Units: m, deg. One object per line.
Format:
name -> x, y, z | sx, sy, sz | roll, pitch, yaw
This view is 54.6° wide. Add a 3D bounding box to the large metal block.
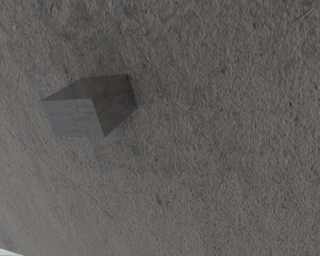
large metal block -> -0.088, -0.030, 0.400 | 0.080, 0.080, 0.050 | 0, 119, 28
